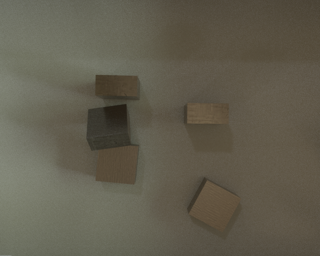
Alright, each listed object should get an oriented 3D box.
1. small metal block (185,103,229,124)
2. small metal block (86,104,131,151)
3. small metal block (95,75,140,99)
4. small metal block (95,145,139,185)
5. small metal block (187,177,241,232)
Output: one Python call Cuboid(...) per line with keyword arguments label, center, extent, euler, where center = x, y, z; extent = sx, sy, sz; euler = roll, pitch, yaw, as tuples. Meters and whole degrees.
Cuboid(label="small metal block", center=(0.058, -0.018, 0.399), extent=(0.050, 0.050, 0.025), euler=(1, 90, 0))
Cuboid(label="small metal block", center=(-0.065, -0.001, 0.397), extent=(0.050, 0.025, 0.050), euler=(-8, 49, 0))
Cuboid(label="small metal block", center=(-0.053, -0.051, 0.398), extent=(0.050, 0.050, 0.025), euler=(1, 90, 0))
Cuboid(label="small metal block", center=(-0.056, 0.046, 0.411), extent=(0.050, 0.025, 0.050), euler=(6, 90, 0))
Cuboid(label="small metal block", center=(0.071, 0.101, 0.412), extent=(0.050, 0.025, 0.050), euler=(29, 90, 0))
